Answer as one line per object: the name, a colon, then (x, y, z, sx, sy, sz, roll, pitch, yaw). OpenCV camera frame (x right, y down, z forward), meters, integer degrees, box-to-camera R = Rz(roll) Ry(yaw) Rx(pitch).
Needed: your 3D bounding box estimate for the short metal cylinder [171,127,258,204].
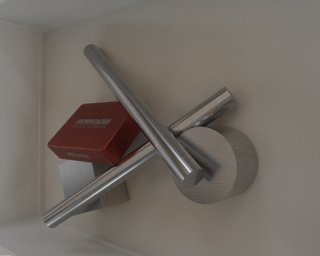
short metal cylinder: (0.058, 0.038, 0.338, 0.080, 0.050, 0.079, 0, 90, 39)

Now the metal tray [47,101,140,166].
metal tray: (-0.089, 0.004, 0.436, 0.130, 0.030, 0.090, 1, 46, 41)

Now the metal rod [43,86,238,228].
metal rod: (-0.037, 0.046, 0.385, 0.300, 0.025, 0.025, -35, 68, 19)

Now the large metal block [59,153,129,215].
large metal block: (-0.101, 0.082, 0.466, 0.080, 0.050, 0.080, -24, 75, 37)

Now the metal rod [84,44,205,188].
metal rod: (-0.039, -0.037, 0.397, 0.300, 0.025, 0.025, 50, 120, 42)
